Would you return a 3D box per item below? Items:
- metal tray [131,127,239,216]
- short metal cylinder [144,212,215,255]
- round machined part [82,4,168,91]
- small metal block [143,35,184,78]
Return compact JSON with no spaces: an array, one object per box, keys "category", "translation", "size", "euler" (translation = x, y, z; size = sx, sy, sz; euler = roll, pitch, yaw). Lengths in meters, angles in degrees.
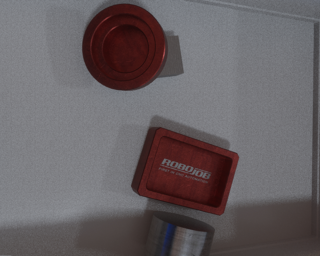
[{"category":"metal tray","translation":[0.037,0.059,0.422],"size":[0.131,0.030,0.090],"euler":[19,84,-20]},{"category":"short metal cylinder","translation":[0.024,0.143,0.392],"size":[0.081,0.080,0.050],"euler":[15,85,-20]},{"category":"round machined part","translation":[-0.039,-0.094,0.373],"size":[0.098,0.042,0.097],"euler":[1,95,10]},{"category":"small metal block","translation":[0.000,-0.093,0.412],"size":[0.050,0.025,0.050],"euler":[-10,94,-20]}]
